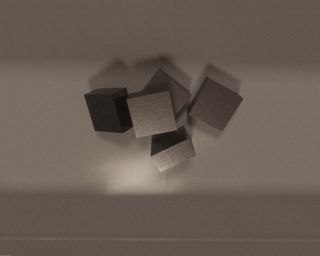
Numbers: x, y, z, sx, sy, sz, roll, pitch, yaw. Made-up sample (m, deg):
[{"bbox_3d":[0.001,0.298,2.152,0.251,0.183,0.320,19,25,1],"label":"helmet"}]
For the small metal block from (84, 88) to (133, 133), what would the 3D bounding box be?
[{"bbox_3d":[-0.063,-0.023,0.389,0.050,0.025,0.050,3,115,37],"label":"small metal block"}]

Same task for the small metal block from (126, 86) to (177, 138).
[{"bbox_3d":[-0.009,-0.020,0.377,0.050,0.025,0.050,-11,110,4],"label":"small metal block"}]

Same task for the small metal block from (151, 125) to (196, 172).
[{"bbox_3d":[0.016,0.026,0.408,0.050,0.050,0.025,-26,108,9],"label":"small metal block"}]

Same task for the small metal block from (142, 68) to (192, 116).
[{"bbox_3d":[0.004,-0.040,0.397,0.050,0.025,0.050,37,106,-13],"label":"small metal block"}]

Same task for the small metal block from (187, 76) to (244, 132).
[{"bbox_3d":[0.070,-0.031,0.401,0.050,0.025,0.050,26,108,-10],"label":"small metal block"}]
